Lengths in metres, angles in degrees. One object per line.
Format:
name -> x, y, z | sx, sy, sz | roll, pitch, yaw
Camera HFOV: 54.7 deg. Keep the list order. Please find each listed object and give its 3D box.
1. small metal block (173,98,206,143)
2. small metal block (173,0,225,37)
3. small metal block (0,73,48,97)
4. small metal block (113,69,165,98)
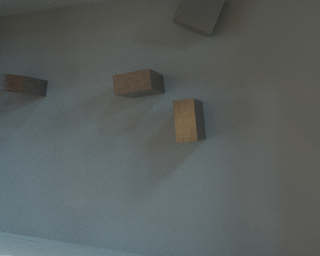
small metal block -> 0.038, -0.009, 0.383 | 0.025, 0.050, 0.050 | -6, 88, 20
small metal block -> 0.049, -0.148, 0.385 | 0.050, 0.025, 0.050 | 22, 98, -2
small metal block -> -0.209, -0.065, 0.469 | 0.050, 0.050, 0.025 | 8, 93, 19
small metal block -> -0.026, -0.057, 0.406 | 0.050, 0.050, 0.025 | -7, 88, 19
